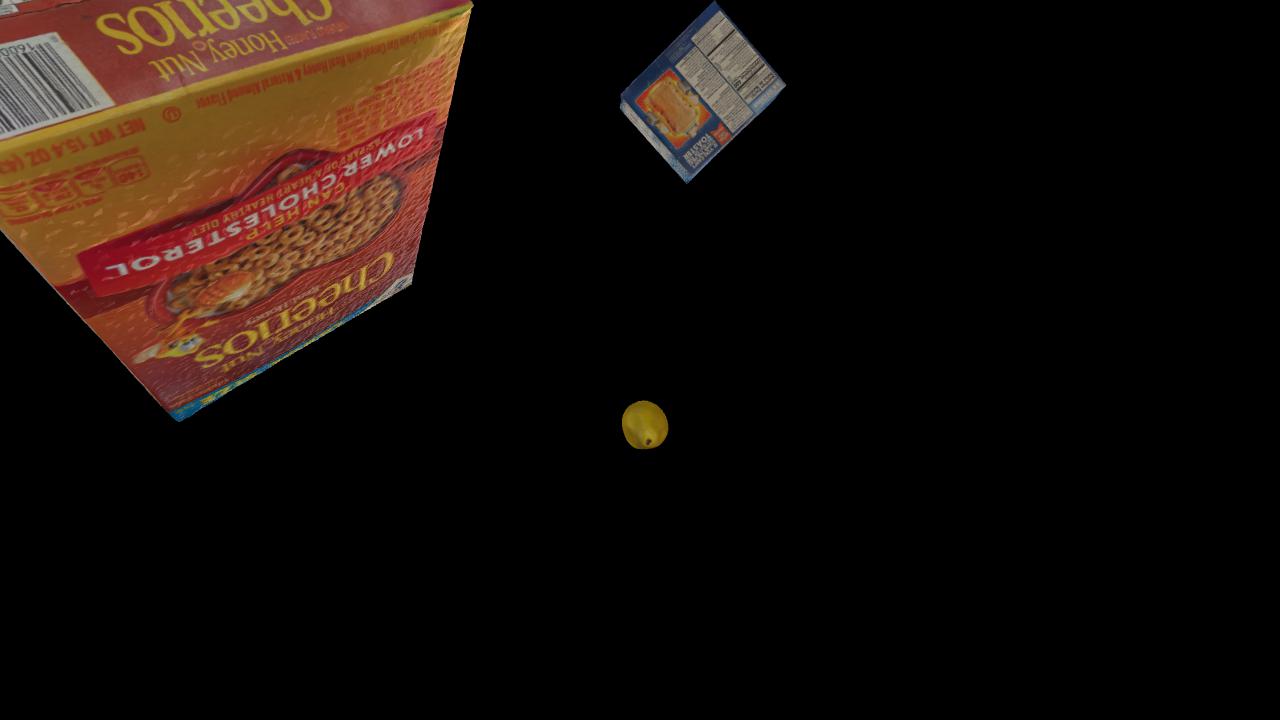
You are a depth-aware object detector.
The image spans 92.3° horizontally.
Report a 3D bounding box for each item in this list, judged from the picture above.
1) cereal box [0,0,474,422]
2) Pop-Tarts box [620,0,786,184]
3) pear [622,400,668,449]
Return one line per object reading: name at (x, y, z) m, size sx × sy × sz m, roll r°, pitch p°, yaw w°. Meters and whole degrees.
cereal box at (-0.222, -0.085, 0.359) m, size 0.203 × 0.081 × 0.306 m, roll -40°, pitch 0°, yaw -33°
Pop-Tarts box at (0.080, -0.351, 0.824) m, size 0.167 × 0.141 × 0.083 m, roll -43°, pitch 7°, yaw 6°
pear at (0.013, 0.114, 0.968) m, size 0.080 × 0.080 × 0.111 m, roll 0°, pitch 25°, yaw -13°
